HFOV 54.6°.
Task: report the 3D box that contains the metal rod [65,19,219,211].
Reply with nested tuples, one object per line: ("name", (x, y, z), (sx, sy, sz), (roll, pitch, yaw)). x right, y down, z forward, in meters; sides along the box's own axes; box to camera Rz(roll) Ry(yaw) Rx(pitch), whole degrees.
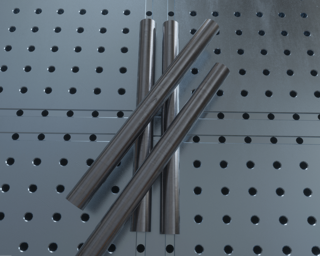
("metal rod", (-0.012, -0.029, 0.396), (0.025, 0.025, 0.300), (33, 73, 11))

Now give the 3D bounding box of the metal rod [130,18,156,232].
("metal rod", (-0.021, -0.017, 0.419), (0.025, 0.025, 0.299), (1, 70, 0))

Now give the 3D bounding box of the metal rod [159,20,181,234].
("metal rod", (0.014, -0.015, 0.418), (0.025, 0.025, 0.299), (1, 70, 0))

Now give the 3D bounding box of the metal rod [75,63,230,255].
("metal rod", (-0.003, 0.037, 0.371), (0.025, 0.025, 0.300), (33, 73, 11))
